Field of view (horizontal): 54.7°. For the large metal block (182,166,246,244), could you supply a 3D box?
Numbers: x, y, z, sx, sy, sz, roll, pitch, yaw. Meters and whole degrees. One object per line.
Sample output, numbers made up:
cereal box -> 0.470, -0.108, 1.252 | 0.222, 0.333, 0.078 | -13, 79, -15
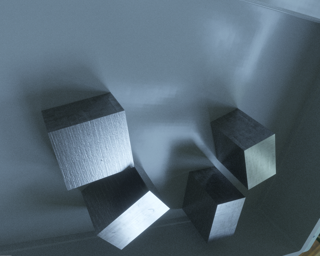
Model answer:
large metal block -> 0.082, 0.121, 0.495 | 0.050, 0.080, 0.079 | -7, 122, -25

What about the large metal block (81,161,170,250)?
large metal block -> -0.047, 0.095, 0.407 | 0.080, 0.080, 0.050 | -40, 130, -1

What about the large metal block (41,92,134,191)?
large metal block -> -0.081, 0.014, 0.358 | 0.081, 0.050, 0.079 | -18, 126, -18

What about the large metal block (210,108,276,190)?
large metal block -> 0.124, 0.030, 0.462 | 0.050, 0.080, 0.080 | -27, 128, -12
